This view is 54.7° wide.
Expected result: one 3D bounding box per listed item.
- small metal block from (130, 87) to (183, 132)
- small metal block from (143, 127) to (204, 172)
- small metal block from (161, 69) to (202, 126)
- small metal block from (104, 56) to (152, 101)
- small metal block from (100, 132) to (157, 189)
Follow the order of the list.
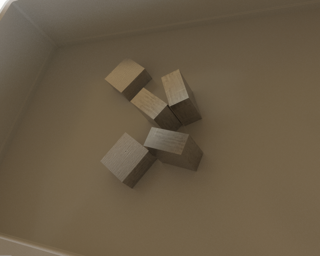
[{"bbox_3d":[-0.004,-0.020,0.404,0.025,0.050,0.050,-48,51,-5],"label":"small metal block"},{"bbox_3d":[0.017,0.025,0.365,0.050,0.050,0.025,11,68,33],"label":"small metal block"},{"bbox_3d":[0.028,-0.038,0.399,0.025,0.050,0.050,-24,53,13],"label":"small metal block"},{"bbox_3d":[-0.049,-0.076,0.478,0.050,0.025,0.050,-47,51,-5],"label":"small metal block"},{"bbox_3d":[-0.041,0.041,0.402,0.050,0.025,0.050,35,81,38],"label":"small metal block"}]
